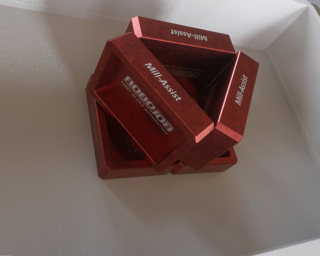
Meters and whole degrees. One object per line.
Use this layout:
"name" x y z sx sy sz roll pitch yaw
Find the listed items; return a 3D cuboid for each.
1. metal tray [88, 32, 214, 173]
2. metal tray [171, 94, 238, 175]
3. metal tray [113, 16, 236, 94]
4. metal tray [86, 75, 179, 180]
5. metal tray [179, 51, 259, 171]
"metal tray" -0.016 -0.023 0.329 0.130 0.090 0.030 49 52 6
"metal tray" 0.045 -0.004 0.427 0.091 0.030 0.130 1 60 -27
"metal tray" 0.015 -0.082 0.380 0.131 0.090 0.030 2 62 -27
"metal tray" -0.037 -0.005 0.385 0.091 0.030 0.130 0 61 -28
"metal tray" 0.070 -0.021 0.373 0.030 0.090 0.130 31 52 -8
